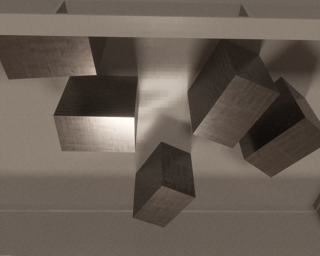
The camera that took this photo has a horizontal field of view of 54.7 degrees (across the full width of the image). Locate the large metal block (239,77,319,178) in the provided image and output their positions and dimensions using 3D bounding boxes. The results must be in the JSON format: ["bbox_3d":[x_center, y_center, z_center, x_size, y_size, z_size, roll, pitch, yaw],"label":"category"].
[{"bbox_3d":[0.141,-0.001,0.374,0.050,0.080,0.080,33,123,-25],"label":"large metal block"}]

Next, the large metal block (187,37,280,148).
[{"bbox_3d":[0.074,-0.039,0.341,0.050,0.080,0.079,20,127,-16],"label":"large metal block"}]

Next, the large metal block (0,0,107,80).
[{"bbox_3d":[-0.099,-0.091,0.294,0.080,0.080,0.050,-3,130,2],"label":"large metal block"}]

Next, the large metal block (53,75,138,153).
[{"bbox_3d":[-0.067,-0.018,0.356,0.081,0.080,0.050,1,130,-2],"label":"large metal block"}]

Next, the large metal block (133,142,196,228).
[{"bbox_3d":[0.004,0.081,0.442,0.050,0.080,0.080,24,126,-19],"label":"large metal block"}]
